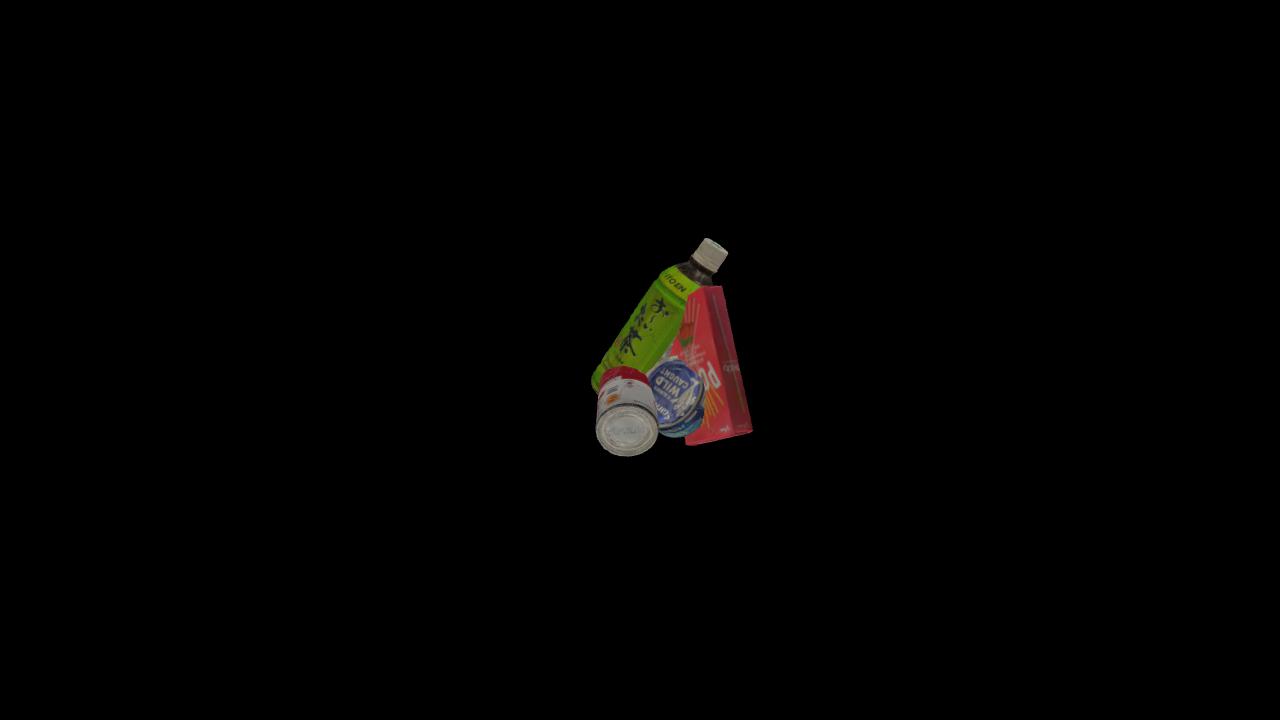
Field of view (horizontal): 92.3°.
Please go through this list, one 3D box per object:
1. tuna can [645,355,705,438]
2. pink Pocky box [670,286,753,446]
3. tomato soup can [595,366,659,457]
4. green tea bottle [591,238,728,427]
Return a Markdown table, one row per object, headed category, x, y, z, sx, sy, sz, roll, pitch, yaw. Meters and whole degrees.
| category | x | y | z | sx | sy | sz | roll | pitch | yaw |
| --- | --- | --- | --- | --- | --- | --- | --- | --- | --- |
| tuna can | 0.038 | 0.039 | 0.653 | 0.084 | 0.084 | 0.034 | 0 | -27 | 40 |
| pink Pocky box | 0.066 | 0.008 | 0.645 | 0.029 | 0.155 | 0.084 | -4 | -12 | -33 |
| tomato soup can | -0.014 | 0.048 | 0.669 | 0.068 | 0.068 | 0.101 | 0 | 30 | 0 |
| green tea bottle | 0.026 | -0.040 | 0.686 | 0.073 | 0.212 | 0.073 | 32 | 20 | -13 |
